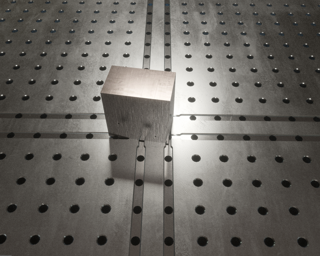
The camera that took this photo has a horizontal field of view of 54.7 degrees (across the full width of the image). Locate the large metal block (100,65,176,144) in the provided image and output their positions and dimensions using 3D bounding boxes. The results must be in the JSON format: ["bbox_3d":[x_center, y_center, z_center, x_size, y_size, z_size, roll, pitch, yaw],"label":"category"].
[{"bbox_3d":[-0.024,-0.029,0.396,0.080,0.080,0.050,7,51,5],"label":"large metal block"}]
